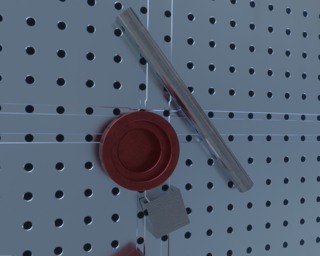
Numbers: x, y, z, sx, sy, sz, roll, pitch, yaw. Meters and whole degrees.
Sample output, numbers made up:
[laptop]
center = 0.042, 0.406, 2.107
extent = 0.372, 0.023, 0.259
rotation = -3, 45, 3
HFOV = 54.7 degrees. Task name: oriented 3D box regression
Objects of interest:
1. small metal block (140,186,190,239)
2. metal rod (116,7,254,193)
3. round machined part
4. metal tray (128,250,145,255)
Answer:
[small metal block]
center = 0.007, 0.112, 0.416
extent = 0.050, 0.025, 0.050
rotation = -19, 97, -19
[metal rod]
center = 0.041, -0.030, 0.428
extent = 0.025, 0.025, 0.299
rotation = -40, 103, -16
[round machined part]
center = -0.028, 0.028, 0.394
extent = 0.099, 0.042, 0.097
rotation = 0, 90, -21
[metal tray]
center = -0.054, 0.232, 0.391
extent = 0.131, 0.030, 0.090
rotation = -33, 101, -17
